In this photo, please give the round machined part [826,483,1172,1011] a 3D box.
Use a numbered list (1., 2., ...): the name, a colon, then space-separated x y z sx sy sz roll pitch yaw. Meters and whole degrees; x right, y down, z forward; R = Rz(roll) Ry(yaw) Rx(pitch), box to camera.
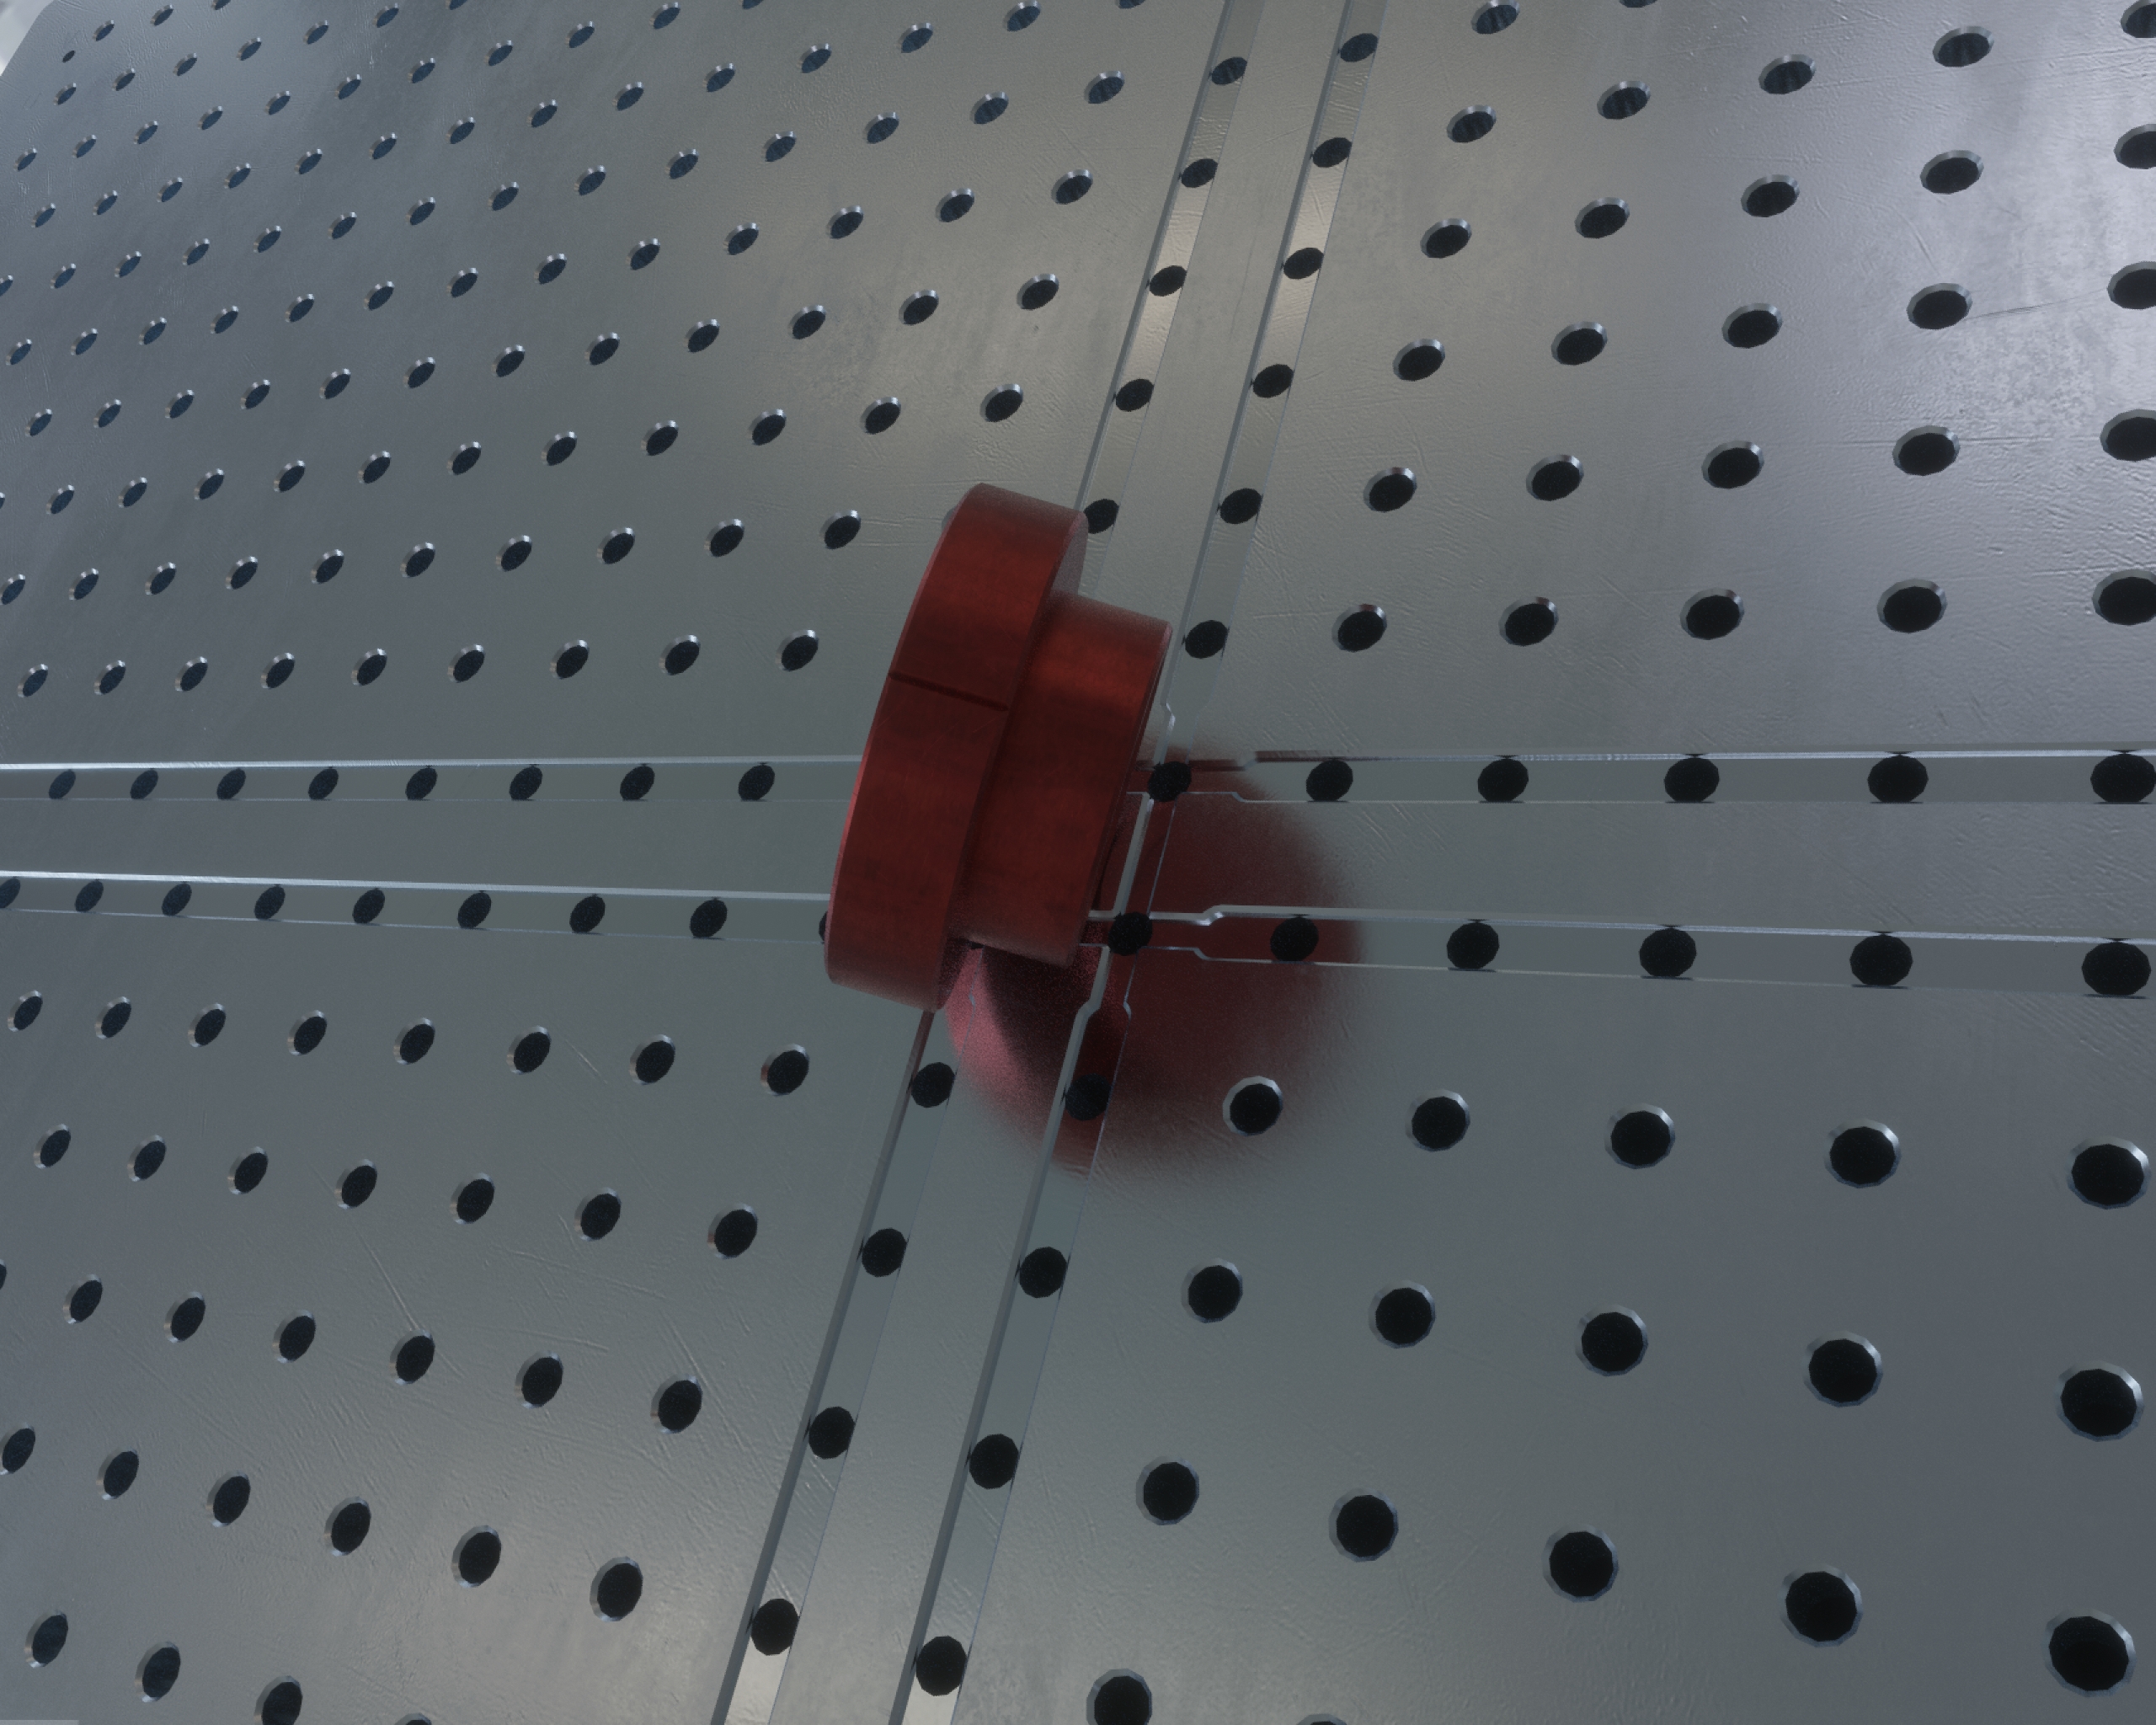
1. round machined part: -0.012 -0.018 0.392 0.042 0.098 0.098 17 67 2
